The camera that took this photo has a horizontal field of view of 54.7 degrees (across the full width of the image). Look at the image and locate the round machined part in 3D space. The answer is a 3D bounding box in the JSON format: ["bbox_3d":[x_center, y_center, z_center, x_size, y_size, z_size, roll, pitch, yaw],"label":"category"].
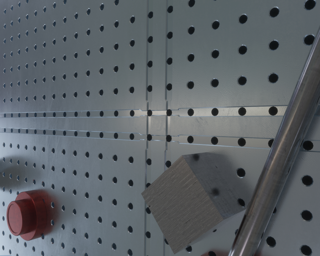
[{"bbox_3d":[-0.273,0.178,0.624,0.098,0.042,0.097,0,90,40],"label":"round machined part"}]

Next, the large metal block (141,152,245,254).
[{"bbox_3d":[0.036,0.086,0.363,0.080,0.050,0.080,-47,62,30],"label":"large metal block"}]

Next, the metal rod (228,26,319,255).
[{"bbox_3d":[0.128,0.006,0.303,0.025,0.025,0.298,27,107,36],"label":"metal rod"}]
